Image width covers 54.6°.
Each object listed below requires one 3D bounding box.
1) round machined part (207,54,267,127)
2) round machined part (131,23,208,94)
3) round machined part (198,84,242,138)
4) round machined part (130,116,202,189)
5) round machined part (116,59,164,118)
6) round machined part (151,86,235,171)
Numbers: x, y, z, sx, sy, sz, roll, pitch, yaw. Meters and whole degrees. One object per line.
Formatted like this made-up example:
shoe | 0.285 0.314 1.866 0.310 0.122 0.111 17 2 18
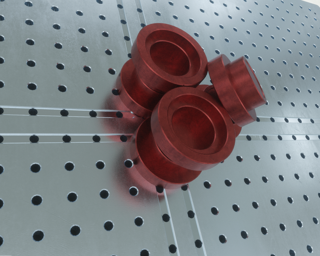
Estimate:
round machined part | 0.105 -0.054 0.405 0.098 0.042 0.098 45 30 -35
round machined part | 0.009 -0.083 0.398 0.099 0.042 0.098 13 56 -21
round machined part | 0.081 -0.025 0.456 0.099 0.042 0.098 13 56 -21
round machined part | 0.015 0.024 0.391 0.099 0.042 0.098 13 56 -21
round machined part | -0.008 -0.063 0.432 0.099 0.042 0.098 13 56 -21
round machined part | 0.034 0.004 0.358 0.099 0.042 0.098 13 56 -21
